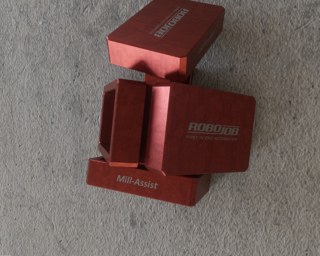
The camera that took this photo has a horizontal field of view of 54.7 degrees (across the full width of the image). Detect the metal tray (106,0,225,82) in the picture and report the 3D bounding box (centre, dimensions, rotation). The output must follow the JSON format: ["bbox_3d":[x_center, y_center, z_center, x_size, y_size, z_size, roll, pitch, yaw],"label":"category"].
[{"bbox_3d":[0.011,-0.109,0.357,0.090,0.130,0.030,19,137,18],"label":"metal tray"}]

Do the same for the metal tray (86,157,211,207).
[{"bbox_3d":[-0.010,0.058,0.378,0.130,0.090,0.030,8,93,19],"label":"metal tray"}]

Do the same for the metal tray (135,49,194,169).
[{"bbox_3d":[0.009,-0.021,0.371,0.030,0.090,0.129,8,93,19],"label":"metal tray"}]

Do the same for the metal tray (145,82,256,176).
[{"bbox_3d":[0.049,0.003,0.339,0.030,0.131,0.089,9,94,53],"label":"metal tray"}]

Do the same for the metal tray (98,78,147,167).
[{"bbox_3d":[-0.050,-0.009,0.375,0.030,0.130,0.089,5,92,-17],"label":"metal tray"}]
